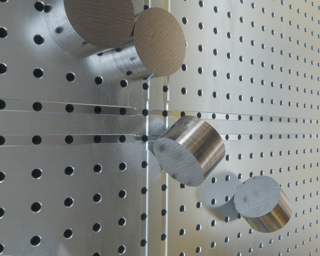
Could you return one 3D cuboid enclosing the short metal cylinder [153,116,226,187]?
[{"bbox_3d":[0.038,0.030,0.408,0.050,0.080,0.080,-42,116,-32],"label":"short metal cylinder"}]

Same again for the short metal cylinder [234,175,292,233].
[{"bbox_3d":[0.173,0.128,0.522,0.050,0.080,0.080,49,61,-30],"label":"short metal cylinder"}]

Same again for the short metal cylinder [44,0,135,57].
[{"bbox_3d":[-0.075,-0.120,0.331,0.081,0.050,0.079,0,90,-40],"label":"short metal cylinder"}]

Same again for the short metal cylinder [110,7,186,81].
[{"bbox_3d":[-0.014,-0.101,0.382,0.081,0.050,0.079,0,90,-40],"label":"short metal cylinder"}]
